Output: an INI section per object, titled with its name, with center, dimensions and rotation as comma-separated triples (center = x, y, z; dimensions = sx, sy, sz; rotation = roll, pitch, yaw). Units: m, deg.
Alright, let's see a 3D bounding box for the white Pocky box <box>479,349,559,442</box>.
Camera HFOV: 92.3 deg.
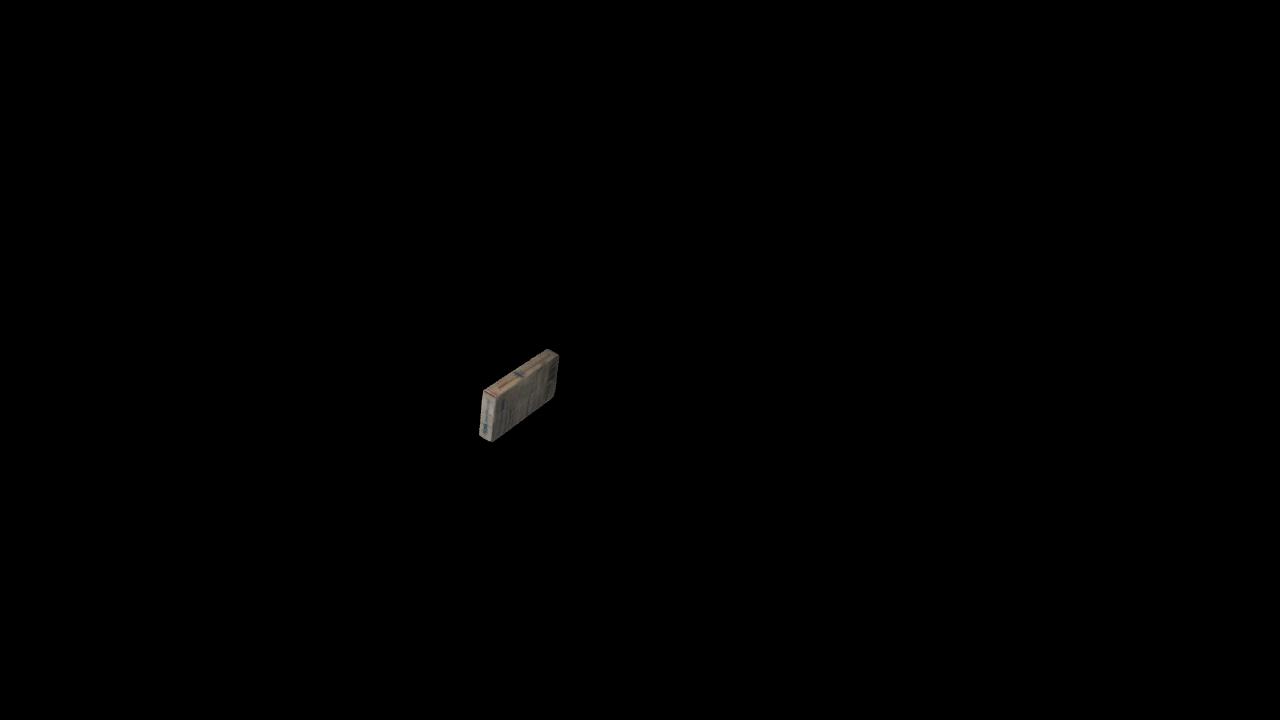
[white Pocky box]
center = -0.176, 0.050, 0.914
dimensions = 0.028, 0.084, 0.154
rotation = 25, 34, 18
